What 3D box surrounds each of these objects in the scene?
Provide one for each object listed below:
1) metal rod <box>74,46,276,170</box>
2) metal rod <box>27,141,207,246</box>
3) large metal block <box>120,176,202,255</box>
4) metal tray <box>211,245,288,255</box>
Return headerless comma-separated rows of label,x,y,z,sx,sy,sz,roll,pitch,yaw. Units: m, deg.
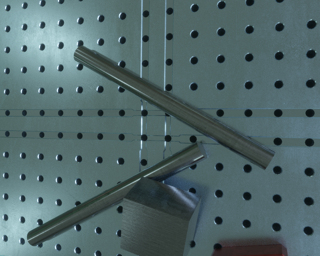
metal rod,0.007,-0.035,0.409,0.300,0.025,0.025,31,100,17
metal rod,-0.071,0.099,0.436,0.300,0.025,0.025,-30,81,17
large metal block,0.000,0.117,0.384,0.080,0.050,0.079,15,117,18
metal tray,0.115,0.211,0.369,0.090,0.030,0.129,-11,87,19
